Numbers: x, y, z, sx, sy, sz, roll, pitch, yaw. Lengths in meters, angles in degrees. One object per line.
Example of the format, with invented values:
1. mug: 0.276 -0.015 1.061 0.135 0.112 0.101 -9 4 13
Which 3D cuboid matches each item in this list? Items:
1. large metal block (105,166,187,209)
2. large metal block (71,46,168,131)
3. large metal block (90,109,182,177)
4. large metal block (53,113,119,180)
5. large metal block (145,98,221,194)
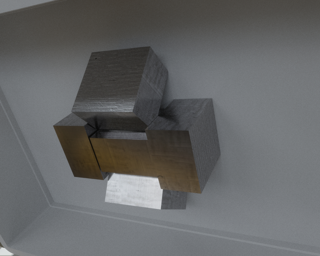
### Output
1. large metal block: -0.015 0.080 0.420 0.080 0.080 0.050 0 77 27
2. large metal block: -0.044 -0.043 0.360 0.080 0.080 0.050 2 157 27
3. large metal block: -0.027 0.015 0.395 0.080 0.080 0.050 1 119 28
4. large metal block: -0.087 0.013 0.426 0.050 0.080 0.080 1 119 28
5. large metal block: 0.031 0.018 0.366 0.050 0.080 0.080 1 119 28
